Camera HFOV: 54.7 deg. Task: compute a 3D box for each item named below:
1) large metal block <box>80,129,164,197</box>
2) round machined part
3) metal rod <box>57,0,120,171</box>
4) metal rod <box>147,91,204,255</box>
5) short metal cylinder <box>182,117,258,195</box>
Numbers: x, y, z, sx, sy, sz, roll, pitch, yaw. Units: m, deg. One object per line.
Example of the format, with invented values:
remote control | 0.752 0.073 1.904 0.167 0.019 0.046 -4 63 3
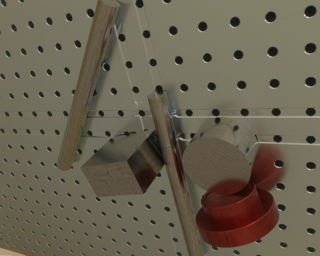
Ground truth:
large metal block | -0.046 0.048 0.428 0.080 0.080 0.050 -11 113 32
round machined part | 0.089 0.097 0.378 0.098 0.099 0.042 -16 101 34
metal rod | -0.111 -0.040 0.443 0.025 0.025 0.298 33 129 6
metal rod | 0.030 0.089 0.449 0.025 0.025 0.298 0 119 28
short metal cylinder | 0.074 0.033 0.376 0.080 0.050 0.079 13 124 20
